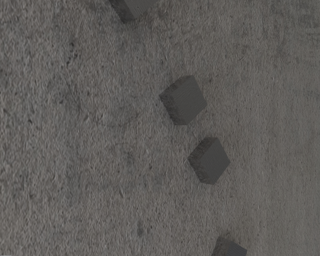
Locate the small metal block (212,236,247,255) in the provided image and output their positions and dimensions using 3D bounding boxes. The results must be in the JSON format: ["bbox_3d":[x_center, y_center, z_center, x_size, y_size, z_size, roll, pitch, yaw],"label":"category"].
[{"bbox_3d":[0.109,0.209,0.496,0.050,0.025,0.050,39,66,-33],"label":"small metal block"}]

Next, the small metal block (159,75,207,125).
[{"bbox_3d":[0.033,-0.039,0.432,0.050,0.025,0.050,-43,116,-31],"label":"small metal block"}]

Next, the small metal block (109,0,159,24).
[{"bbox_3d":[-0.035,-0.163,0.374,0.050,0.025,0.050,-49,119,-29],"label":"small metal block"}]

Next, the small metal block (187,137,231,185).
[{"bbox_3d":[0.075,0.049,0.467,0.050,0.025,0.050,-45,117,-31],"label":"small metal block"}]
